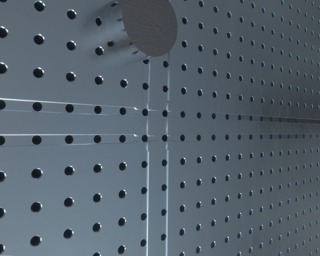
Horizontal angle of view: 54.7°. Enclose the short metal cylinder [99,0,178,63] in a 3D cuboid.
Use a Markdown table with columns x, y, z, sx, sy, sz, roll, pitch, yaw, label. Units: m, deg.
| x | y | z | sx | sy | sz | roll | pitch | yaw | label |
| --- | --- | --- | --- | --- | --- | --- | --- | --- | --- |
| -0.025 | -0.122 | 0.373 | 0.081 | 0.050 | 0.079 | 0 | 90 | -40 | short metal cylinder |
